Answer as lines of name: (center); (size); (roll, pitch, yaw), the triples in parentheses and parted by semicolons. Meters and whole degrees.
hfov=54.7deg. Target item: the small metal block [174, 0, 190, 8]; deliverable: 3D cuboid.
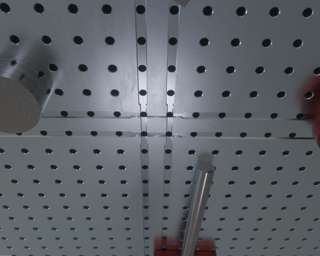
small metal block: (0.016, -0.150, 0.284); (0.050, 0.025, 0.050); (27, 125, -21)

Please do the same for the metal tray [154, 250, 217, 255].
metal tray: (0.051, 0.299, 0.663); (0.131, 0.030, 0.089); (2, 130, -3)

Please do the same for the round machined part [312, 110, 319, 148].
round machined part: (0.245, -0.009, 0.395); (0.099, 0.042, 0.097); (0, 130, 0)

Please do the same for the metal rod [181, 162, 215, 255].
metal rod: (0.057, 0.183, 0.545); (0.025, 0.025, 0.298); (4, 124, -3)

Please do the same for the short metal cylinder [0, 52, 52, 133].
short metal cylinder: (-0.173, -0.040, 0.359); (0.081, 0.050, 0.079); (0, 130, 0)
